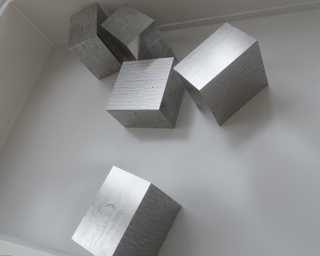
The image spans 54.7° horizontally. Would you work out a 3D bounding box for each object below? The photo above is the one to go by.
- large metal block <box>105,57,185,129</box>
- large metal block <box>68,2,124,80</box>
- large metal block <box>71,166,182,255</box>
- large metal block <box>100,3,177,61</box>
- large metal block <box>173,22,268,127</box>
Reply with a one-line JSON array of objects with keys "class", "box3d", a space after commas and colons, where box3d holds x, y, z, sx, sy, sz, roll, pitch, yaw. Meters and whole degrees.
[{"class": "large metal block", "box3d": [-0.016, -0.047, 0.426, 0.080, 0.050, 0.080, 2, 63, 28]}, {"class": "large metal block", "box3d": [-0.102, -0.140, 0.508, 0.050, 0.080, 0.080, -19, 54, 17]}, {"class": "large metal block", "box3d": [-0.030, 0.098, 0.325, 0.050, 0.080, 0.080, 18, 71, 34]}, {"class": "large metal block", "box3d": [-0.031, -0.128, 0.464, 0.050, 0.080, 0.080, -44, 51, -2]}, {"class": "large metal block", "box3d": [0.075, -0.061, 0.368, 0.080, 0.080, 0.050, -41, 51, 0]}]
